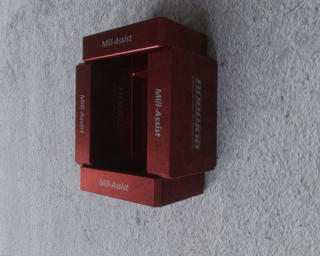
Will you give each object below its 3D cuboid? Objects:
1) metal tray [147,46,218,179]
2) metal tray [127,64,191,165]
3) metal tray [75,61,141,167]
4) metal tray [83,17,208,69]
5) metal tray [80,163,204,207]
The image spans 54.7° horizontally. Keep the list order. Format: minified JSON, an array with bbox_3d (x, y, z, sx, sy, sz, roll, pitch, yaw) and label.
[{"bbox_3d":[0.027,-0.015,0.339,0.030,0.091,0.129,1,91,40],"label":"metal tray"},{"bbox_3d":[-0.001,-0.017,0.402,0.090,0.030,0.129,1,91,39],"label":"metal tray"},{"bbox_3d":[-0.067,-0.018,0.416,0.030,0.091,0.129,1,91,40],"label":"metal tray"},{"bbox_3d":[-0.020,-0.096,0.378,0.130,0.091,0.030,1,91,39],"label":"metal tray"},{"bbox_3d":[-0.023,0.063,0.381,0.130,0.091,0.030,1,91,39],"label":"metal tray"}]
